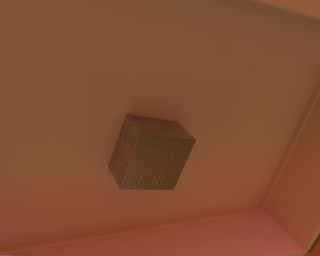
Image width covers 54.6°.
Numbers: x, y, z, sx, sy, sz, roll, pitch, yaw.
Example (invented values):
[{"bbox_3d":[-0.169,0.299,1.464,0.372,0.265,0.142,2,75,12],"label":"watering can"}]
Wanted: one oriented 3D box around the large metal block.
[{"bbox_3d":[-0.012,0.033,0.406,0.081,0.050,0.080,8,114,-32],"label":"large metal block"}]
